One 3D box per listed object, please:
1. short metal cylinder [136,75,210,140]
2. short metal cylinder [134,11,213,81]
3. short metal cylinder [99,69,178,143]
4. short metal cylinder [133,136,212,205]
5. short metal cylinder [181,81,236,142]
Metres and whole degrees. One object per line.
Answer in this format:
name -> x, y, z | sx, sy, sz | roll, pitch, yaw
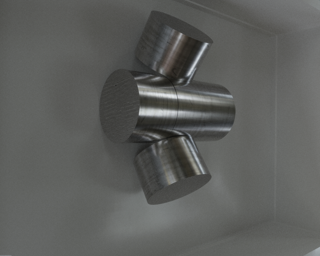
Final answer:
short metal cylinder -> 0.014, -0.022, 0.380 | 0.050, 0.080, 0.080 | 2, 89, -40
short metal cylinder -> 0.016, -0.099, 0.372 | 0.081, 0.080, 0.050 | 2, 127, -40
short metal cylinder -> -0.026, -0.023, 0.347 | 0.050, 0.080, 0.080 | 2, 89, -40
short metal cylinder -> 0.014, 0.052, 0.371 | 0.081, 0.080, 0.050 | 0, 56, -40
short metal cylinder -> 0.052, -0.022, 0.412 | 0.050, 0.080, 0.080 | 2, 89, -40
